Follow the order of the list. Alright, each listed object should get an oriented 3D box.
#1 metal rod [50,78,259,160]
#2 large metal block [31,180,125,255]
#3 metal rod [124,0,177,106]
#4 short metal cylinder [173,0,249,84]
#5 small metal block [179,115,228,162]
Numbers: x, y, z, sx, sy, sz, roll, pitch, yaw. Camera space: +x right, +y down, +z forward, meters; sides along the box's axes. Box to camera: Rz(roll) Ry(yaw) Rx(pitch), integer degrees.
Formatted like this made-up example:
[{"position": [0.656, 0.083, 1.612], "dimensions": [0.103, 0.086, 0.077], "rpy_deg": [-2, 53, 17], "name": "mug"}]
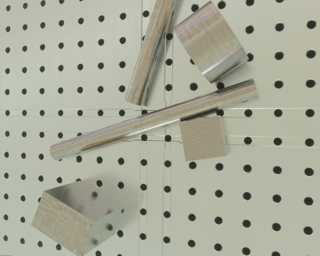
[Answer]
[{"position": [-0.021, -0.006, 0.418], "dimensions": [0.301, 0.025, 0.025], "rpy_deg": [-17, 84, 18], "name": "metal rod"}, {"position": [-0.108, 0.118, 0.420], "dimensions": [0.080, 0.080, 0.050], "rpy_deg": [25, 98, 18], "name": "large metal block"}, {"position": [0.011, -0.175, 0.408], "dimensions": [0.025, 0.025, 0.298], "rpy_deg": [21, 97, 18], "name": "metal rod"}, {"position": [0.060, -0.099, 0.362], "dimensions": [0.050, 0.080, 0.080], "rpy_deg": [-33, 80, 17], "name": "short metal cylinder"}, {"position": [0.056, 0.013, 0.392], "dimensions": [0.050, 0.025, 0.050], "rpy_deg": [-11, 87, 19], "name": "small metal block"}]
